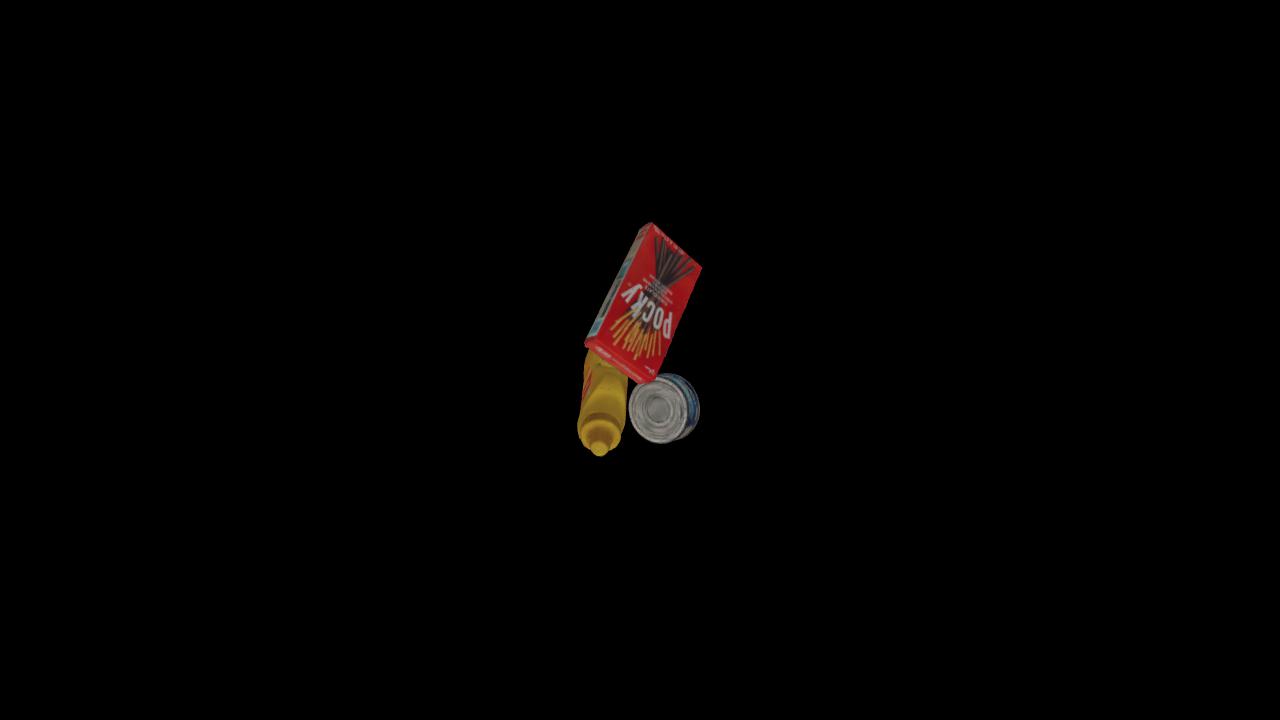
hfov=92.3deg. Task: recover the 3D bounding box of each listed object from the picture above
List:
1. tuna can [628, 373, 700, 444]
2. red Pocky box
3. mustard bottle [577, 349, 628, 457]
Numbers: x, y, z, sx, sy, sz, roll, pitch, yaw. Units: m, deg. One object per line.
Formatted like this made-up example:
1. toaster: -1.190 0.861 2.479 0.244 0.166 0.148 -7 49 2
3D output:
1. tuna can: 0.028 0.059 0.746 0.084 0.084 0.034 0 3 29
2. red Pocky box: 0.007 -0.060 0.647 0.083 0.155 0.028 37 -26 -28
3. mustard bottle: -0.040 0.045 0.689 0.054 0.092 0.184 20 27 -11
